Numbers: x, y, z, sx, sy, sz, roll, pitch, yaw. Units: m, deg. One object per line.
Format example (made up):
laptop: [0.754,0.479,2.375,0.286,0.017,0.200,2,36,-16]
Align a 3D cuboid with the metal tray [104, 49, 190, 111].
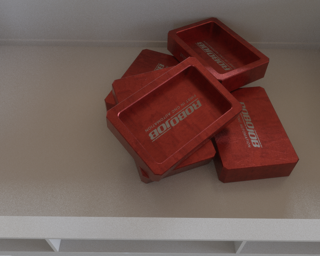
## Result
metal tray: [-0.009,-0.058,0.451,0.090,0.030,0.130,18,52,14]

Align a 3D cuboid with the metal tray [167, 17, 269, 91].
metal tray: [0.081,-0.109,0.454,0.091,0.030,0.130,-24,54,-20]

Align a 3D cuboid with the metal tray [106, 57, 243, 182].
metal tray: [0.017,-0.014,0.353,0.131,0.030,0.090,-36,76,-19]

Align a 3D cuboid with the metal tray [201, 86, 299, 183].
metal tray: [0.108,0.003,0.401,0.091,0.030,0.130,-5,50,-5]

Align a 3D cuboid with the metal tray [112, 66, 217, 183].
metal tray: [0.002,-0.007,0.382,0.091,0.030,0.130,-16,70,-13]
